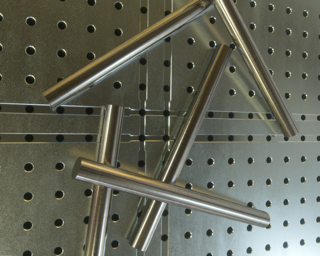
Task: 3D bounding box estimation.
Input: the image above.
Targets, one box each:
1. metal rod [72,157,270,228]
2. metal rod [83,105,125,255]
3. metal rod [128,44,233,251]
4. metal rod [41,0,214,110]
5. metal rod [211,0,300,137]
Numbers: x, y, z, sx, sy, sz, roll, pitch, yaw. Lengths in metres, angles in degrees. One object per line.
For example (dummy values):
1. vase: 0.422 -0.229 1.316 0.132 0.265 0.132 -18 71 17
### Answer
1. metal rod: 0.034 0.091 0.402 0.302 0.025 0.025 21 83 -28
2. metal rod: -0.077 0.120 0.385 0.025 0.025 0.298 9 87 -20
3. metal rod: 0.032 0.020 0.425 0.025 0.025 0.299 28 81 -18
4. metal rod: -0.016 -0.117 0.407 0.301 0.025 0.025 -36 102 -17
5. metal rod: 0.128 -0.109 0.444 0.025 0.025 0.299 -41 110 -16
